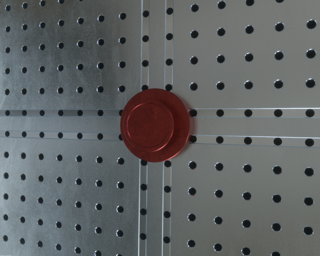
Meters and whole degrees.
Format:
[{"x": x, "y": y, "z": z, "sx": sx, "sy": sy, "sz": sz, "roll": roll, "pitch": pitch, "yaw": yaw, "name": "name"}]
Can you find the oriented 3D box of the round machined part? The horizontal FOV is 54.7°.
[{"x": -0.009, "y": -0.003, "z": 0.405, "sx": 0.098, "sy": 0.042, "sz": 0.097, "roll": 0, "pitch": 90, "yaw": 19, "name": "round machined part"}]
